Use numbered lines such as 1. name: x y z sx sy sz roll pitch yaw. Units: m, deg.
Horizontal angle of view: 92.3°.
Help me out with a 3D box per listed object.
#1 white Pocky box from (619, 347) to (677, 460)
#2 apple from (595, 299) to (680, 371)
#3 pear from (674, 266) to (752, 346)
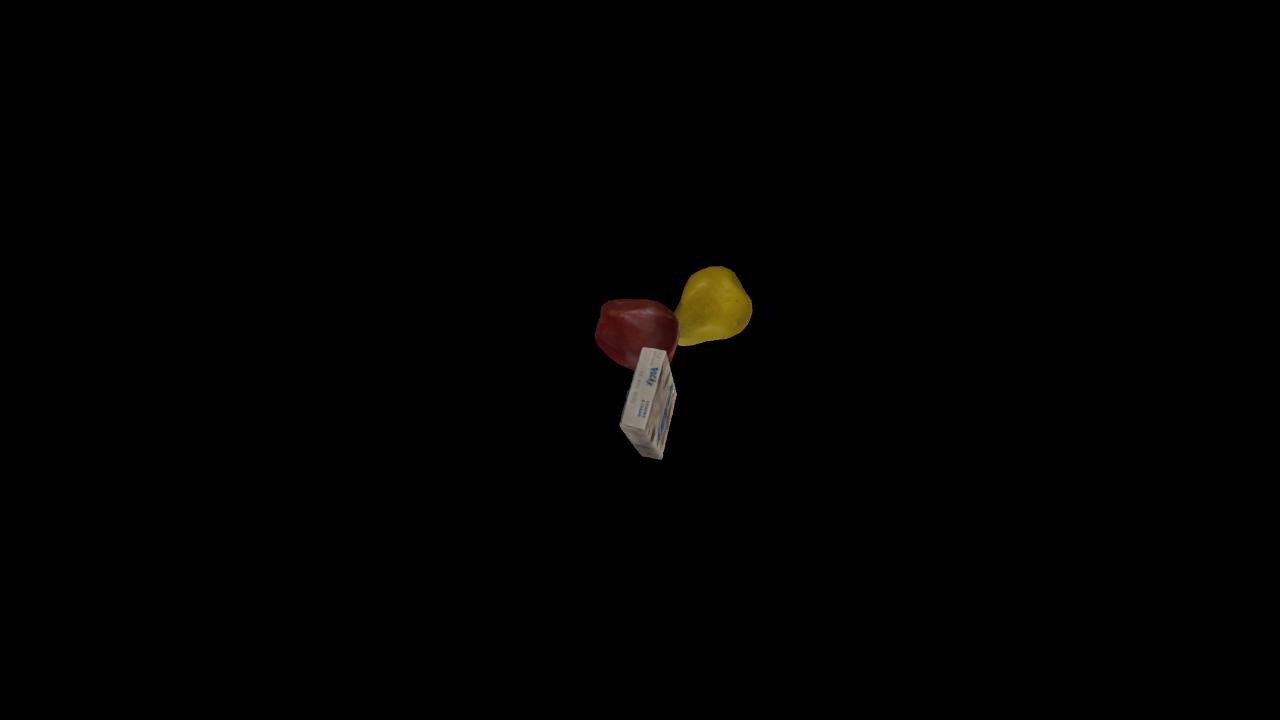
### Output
1. white Pocky box: 0.012 0.050 0.645 0.028 0.084 0.154 11 -17 12
2. apple: -0.001 -0.027 0.655 0.093 0.079 0.079 13 -2 -7
3. pear: 0.063 -0.049 0.661 0.111 0.080 0.080 -32 -9 14
